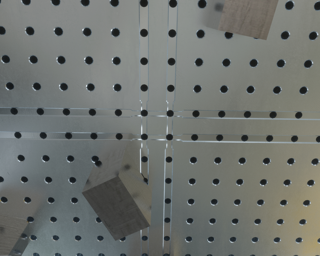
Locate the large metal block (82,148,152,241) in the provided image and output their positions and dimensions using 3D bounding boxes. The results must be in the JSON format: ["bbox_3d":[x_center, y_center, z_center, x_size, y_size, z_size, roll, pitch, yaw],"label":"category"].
[{"bbox_3d":[-0.053,0.086,0.415,0.050,0.080,0.080,-26,108,9],"label":"large metal block"}]

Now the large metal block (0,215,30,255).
[{"bbox_3d":[-0.245,0.170,0.445,0.080,0.080,0.050,13,110,-5],"label":"large metal block"}]

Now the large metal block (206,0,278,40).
[{"bbox_3d":[0.090,-0.143,0.332,0.050,0.080,0.079,10,110,-4],"label":"large metal block"}]
